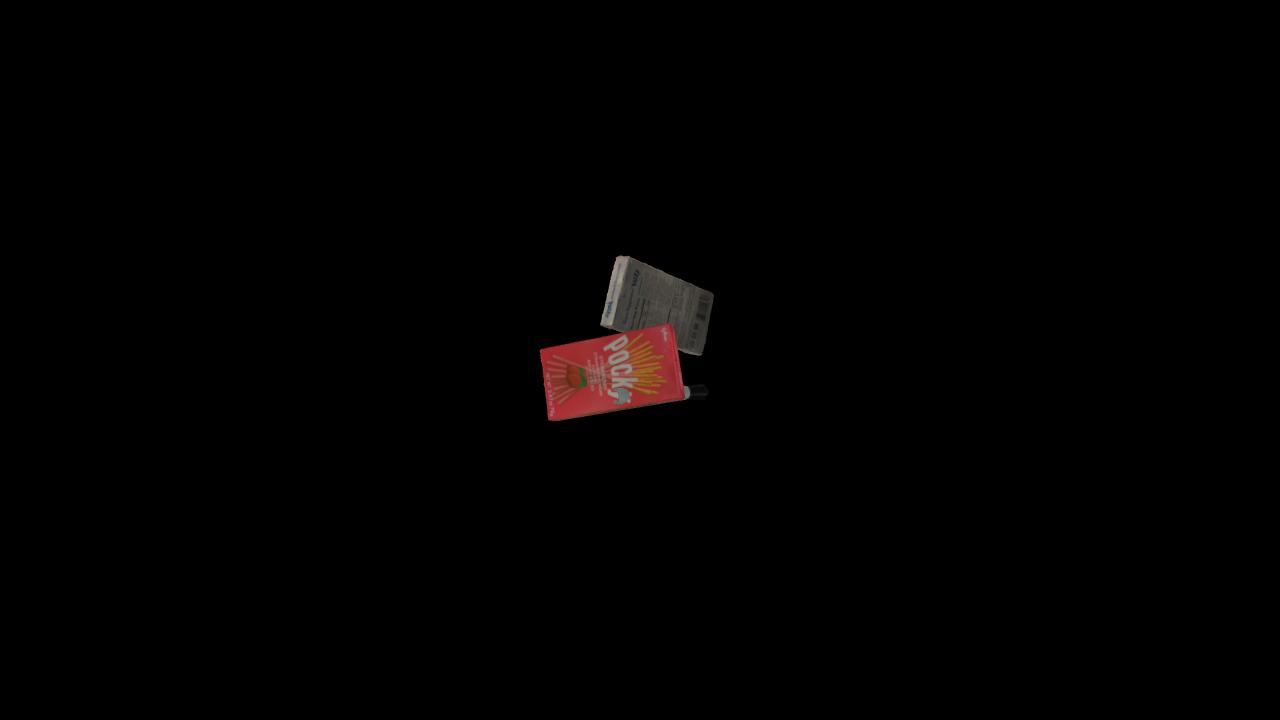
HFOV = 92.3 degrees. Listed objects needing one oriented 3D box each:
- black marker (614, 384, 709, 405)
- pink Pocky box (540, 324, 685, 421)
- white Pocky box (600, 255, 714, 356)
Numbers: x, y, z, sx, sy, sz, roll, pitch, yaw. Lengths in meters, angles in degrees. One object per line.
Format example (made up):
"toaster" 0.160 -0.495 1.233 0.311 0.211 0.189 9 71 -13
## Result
"black marker" 0.026 0.038 0.691 0.121 0.020 0.020 -1 1 -30
"pink Pocky box" -0.032 0.015 0.682 0.155 0.084 0.029 -10 -10 13
"white Pocky box" 0.025 -0.061 0.736 0.154 0.084 0.028 16 -5 -42
